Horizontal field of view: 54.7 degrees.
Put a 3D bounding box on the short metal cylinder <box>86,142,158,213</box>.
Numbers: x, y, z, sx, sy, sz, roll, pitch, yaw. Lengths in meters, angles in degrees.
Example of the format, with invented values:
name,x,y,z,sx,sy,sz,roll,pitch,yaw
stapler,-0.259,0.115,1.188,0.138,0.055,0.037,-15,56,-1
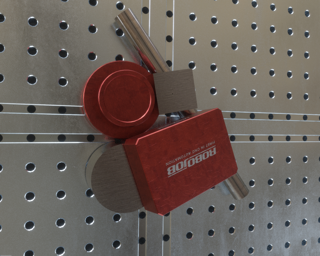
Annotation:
name,x,y,z,sx,sy,sz,roll,pitch,yaw
short metal cylinder,-0.047,0.057,0.378,0.081,0.050,0.079,0,90,-20

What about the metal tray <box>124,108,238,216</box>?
name,x,y,z,sx,sy,sz,roll,pitch,yaw
metal tray,0.030,0.036,0.377,0.131,0.030,0.089,-21,98,-32

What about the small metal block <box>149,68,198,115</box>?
name,x,y,z,sx,sy,sz,roll,pitch,yaw
small metal block,0.016,-0.046,0.390,0.050,0.025,0.050,-10,96,-15

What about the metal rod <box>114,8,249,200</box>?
name,x,y,z,sx,sy,sz,roll,pitch,yaw
metal rod,0.036,-0.024,0.422,0.025,0.025,0.299,-38,102,-16

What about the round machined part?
name,x,y,z,sx,sy,sz,roll,pitch,yaw
round machined part,-0.044,-0.035,0.382,0.099,0.042,0.097,0,90,-19
